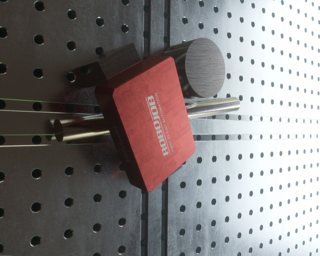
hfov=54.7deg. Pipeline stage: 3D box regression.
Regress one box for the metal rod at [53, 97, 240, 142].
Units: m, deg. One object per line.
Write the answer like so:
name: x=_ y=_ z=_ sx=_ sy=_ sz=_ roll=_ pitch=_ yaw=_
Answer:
metal rod: x=0.009 y=-0.018 z=0.419 sx=0.302 sy=0.025 sz=0.025 roll=-10 pitch=97 yaw=-40

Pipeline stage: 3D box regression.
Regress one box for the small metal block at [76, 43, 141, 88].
small metal block: x=-0.057 y=-0.069 z=0.346 sx=0.050 sy=0.050 sz=0.025 roll=-39 pitch=114 yaw=-33

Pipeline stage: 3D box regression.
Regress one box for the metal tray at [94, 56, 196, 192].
metal tray: x=-0.010 y=-0.005 z=0.349 sx=0.091 sy=0.030 sz=0.129 roll=-37 pitch=124 yaw=-33

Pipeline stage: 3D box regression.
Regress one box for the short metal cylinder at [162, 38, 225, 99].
short metal cylinder: x=0.046 y=-0.081 z=0.433 sx=0.081 sy=0.050 sz=0.079 roll=0 pitch=90 yaw=-40

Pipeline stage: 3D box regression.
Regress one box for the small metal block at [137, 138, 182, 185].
small metal block: x=-0.003 y=0.040 z=0.407 sx=0.050 sy=0.025 sz=0.050 roll=-30 pitch=109 yaw=-36
